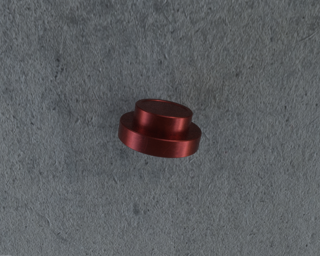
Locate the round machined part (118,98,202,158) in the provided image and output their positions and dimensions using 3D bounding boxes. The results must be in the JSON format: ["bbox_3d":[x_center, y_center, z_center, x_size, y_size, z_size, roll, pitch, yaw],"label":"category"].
[{"bbox_3d":[0.002,-0.005,0.369,0.099,0.098,0.042,9,110,-4],"label":"round machined part"}]
